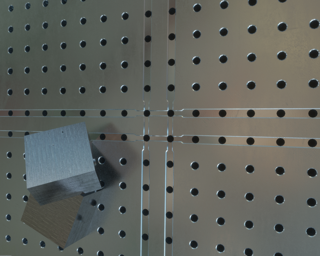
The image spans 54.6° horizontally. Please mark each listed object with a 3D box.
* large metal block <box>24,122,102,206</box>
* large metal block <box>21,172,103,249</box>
[{"bbox_3d":[-0.129,0.046,0.412,0.080,0.050,0.080,-14,54,-10],"label":"large metal block"},{"bbox_3d":[-0.142,0.112,0.450,0.080,0.050,0.080,24,98,18],"label":"large metal block"}]
